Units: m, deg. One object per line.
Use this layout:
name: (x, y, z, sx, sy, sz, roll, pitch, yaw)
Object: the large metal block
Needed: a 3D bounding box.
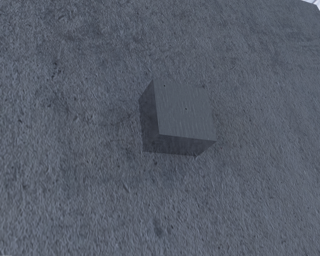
large metal block: (0.021, -0.011, 0.409, 0.081, 0.050, 0.080, 8, 58, -25)
